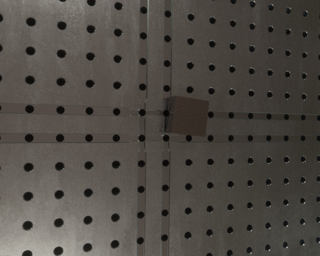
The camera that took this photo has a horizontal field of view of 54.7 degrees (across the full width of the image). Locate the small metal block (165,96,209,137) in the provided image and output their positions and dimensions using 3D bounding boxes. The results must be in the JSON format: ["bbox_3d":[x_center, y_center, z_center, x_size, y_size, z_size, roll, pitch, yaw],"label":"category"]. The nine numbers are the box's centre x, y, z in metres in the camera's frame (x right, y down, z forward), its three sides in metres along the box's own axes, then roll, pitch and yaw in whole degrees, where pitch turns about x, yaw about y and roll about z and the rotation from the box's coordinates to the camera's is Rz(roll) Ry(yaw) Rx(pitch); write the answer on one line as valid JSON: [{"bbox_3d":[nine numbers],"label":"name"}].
[{"bbox_3d":[0.037,-0.015,0.428,0.050,0.025,0.050,7,88,-20],"label":"small metal block"}]
